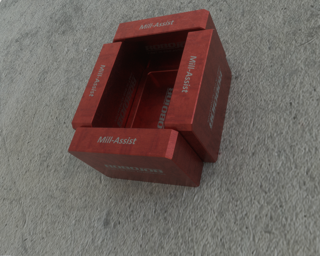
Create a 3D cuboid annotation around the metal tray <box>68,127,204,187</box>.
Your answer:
[{"bbox_3d":[-0.026,0.034,0.355,0.130,0.090,0.030,1,63,28],"label":"metal tray"}]

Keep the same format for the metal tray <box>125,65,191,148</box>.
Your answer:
[{"bbox_3d":[0.008,-0.023,0.411,0.090,0.030,0.130,1,62,28],"label":"metal tray"}]

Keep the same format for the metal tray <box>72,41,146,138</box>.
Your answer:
[{"bbox_3d":[-0.058,-0.038,0.415,0.030,0.090,0.130,1,62,28],"label":"metal tray"}]

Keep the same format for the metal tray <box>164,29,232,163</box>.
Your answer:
[{"bbox_3d":[0.050,-0.036,0.358,0.030,0.090,0.130,1,62,28],"label":"metal tray"}]

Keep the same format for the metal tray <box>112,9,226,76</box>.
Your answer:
[{"bbox_3d":[0.014,-0.107,0.420,0.130,0.090,0.030,1,63,28],"label":"metal tray"}]
